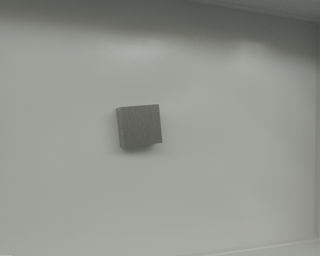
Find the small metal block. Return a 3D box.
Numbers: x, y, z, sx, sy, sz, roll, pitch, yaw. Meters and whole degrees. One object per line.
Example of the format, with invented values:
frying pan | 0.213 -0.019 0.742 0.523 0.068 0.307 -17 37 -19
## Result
small metal block | -0.027 -0.003 0.400 0.050 0.025 0.050 -6 92 -20
